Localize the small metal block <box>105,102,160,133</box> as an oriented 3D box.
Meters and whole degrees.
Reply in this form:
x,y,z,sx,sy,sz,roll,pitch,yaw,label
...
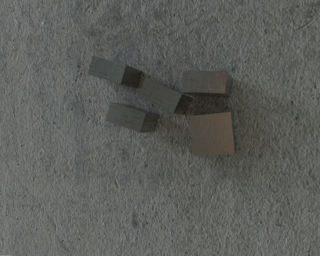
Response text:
x,y,z,sx,sy,sz,roll,pitch,yaw,label
-0.035,-0.014,0.408,0.050,0.050,0.025,18,96,19,small metal block

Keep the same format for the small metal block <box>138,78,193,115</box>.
x,y,z,sx,sy,sz,roll,pitch,yaw,label
0.008,-0.039,0.393,0.050,0.050,0.025,27,99,18,small metal block

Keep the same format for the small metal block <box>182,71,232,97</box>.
x,y,z,sx,sy,sz,roll,pitch,yaw,label
0.058,-0.053,0.375,0.050,0.050,0.025,4,92,20,small metal block

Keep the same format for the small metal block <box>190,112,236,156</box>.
x,y,z,sx,sy,sz,roll,pitch,yaw,label
0.067,0.008,0.385,0.050,0.025,0.050,-5,88,20,small metal block

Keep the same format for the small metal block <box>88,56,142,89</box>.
x,y,z,sx,sy,sz,roll,pitch,yaw,label
-0.059,-0.074,0.417,0.050,0.050,0.025,19,96,19,small metal block
